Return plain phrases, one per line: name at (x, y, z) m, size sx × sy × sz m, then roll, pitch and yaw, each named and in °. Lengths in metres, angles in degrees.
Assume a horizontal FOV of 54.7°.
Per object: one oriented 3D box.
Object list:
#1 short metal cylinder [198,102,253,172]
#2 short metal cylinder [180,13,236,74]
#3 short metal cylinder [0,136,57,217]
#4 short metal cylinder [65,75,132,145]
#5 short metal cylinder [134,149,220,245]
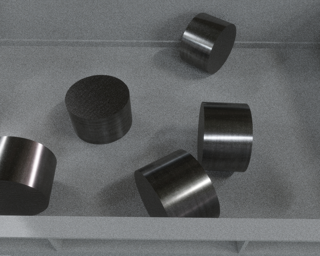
short metal cylinder at (0.073, 0.010, 0.361) m, size 0.050 × 0.080 × 0.080 m, roll 3°, pitch 50°, yaw 2°
short metal cylinder at (0.075, -0.130, 0.479) m, size 0.050 × 0.080 × 0.080 m, roll 31°, pitch 57°, yaw 23°
short metal cylinder at (-0.154, 0.053, 0.324) m, size 0.081 × 0.080 × 0.050 m, roll -2°, pitch 50°, yaw -2°
short metal cylinder at (-0.079, -0.025, 0.409) m, size 0.080 × 0.050 × 0.080 m, roll 0°, pitch 50°, yaw 0°
short metal cylinder at (0.015, 0.068, 0.312) m, size 0.050 × 0.080 × 0.080 m, roll -25°, pitch 54°, yaw -19°
